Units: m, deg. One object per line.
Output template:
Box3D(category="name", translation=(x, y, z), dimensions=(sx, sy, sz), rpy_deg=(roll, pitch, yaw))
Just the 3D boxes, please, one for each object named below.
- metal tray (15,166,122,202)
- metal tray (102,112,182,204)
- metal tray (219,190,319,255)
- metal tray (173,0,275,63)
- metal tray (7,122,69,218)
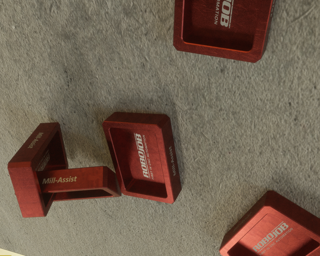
Box3D(category="metal tray", translation=(-0.131, 0.086, 0.462), dimensions=(0.131, 0.030, 0.090), rpy_deg=(-5, 159, 5))
Box3D(category="metal tray", translation=(-0.023, 0.043, 0.442), dimensions=(0.090, 0.030, 0.129), rpy_deg=(4, 120, 26))
Box3D(category="metal tray", translation=(0.150, 0.153, 0.418), dimensions=(0.090, 0.030, 0.129), rpy_deg=(32, 129, 7))
Box3D(category="metal tray", translation=(0.062, -0.133, 0.288), dimensions=(0.090, 0.030, 0.129), rpy_deg=(14, 125, 20))
Box3D(category="metal tray", translation=(-0.175, 0.057, 0.463), dimensions=(0.030, 0.130, 0.089), rpy_deg=(-3, 115, 1))
